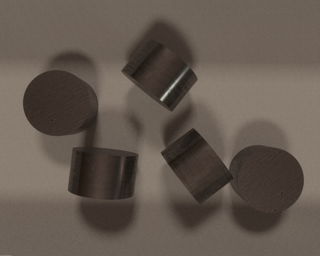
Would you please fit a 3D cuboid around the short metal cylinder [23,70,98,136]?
[{"bbox_3d":[-0.124,-0.030,0.397,0.081,0.050,0.079,0,90,-1],"label":"short metal cylinder"}]

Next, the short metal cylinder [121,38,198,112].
[{"bbox_3d":[-0.001,-0.065,0.384,0.080,0.080,0.050,39,90,-1],"label":"short metal cylinder"}]

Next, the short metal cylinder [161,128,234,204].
[{"bbox_3d":[0.045,0.047,0.385,0.050,0.080,0.080,-38,90,0],"label":"short metal cylinder"}]

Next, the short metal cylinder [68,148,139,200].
[{"bbox_3d":[-0.069,0.054,0.383,0.081,0.080,0.050,7,90,-1],"label":"short metal cylinder"}]

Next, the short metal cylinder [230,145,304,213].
[{"bbox_3d":[0.135,0.063,0.401,0.081,0.050,0.079,0,90,-1],"label":"short metal cylinder"}]
